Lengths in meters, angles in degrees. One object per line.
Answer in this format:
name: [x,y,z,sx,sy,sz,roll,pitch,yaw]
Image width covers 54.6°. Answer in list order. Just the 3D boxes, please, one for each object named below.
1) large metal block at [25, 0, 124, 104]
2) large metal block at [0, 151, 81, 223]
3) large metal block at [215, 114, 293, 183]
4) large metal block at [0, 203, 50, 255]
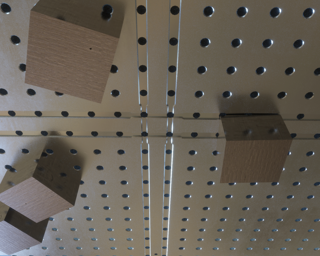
large metal block: [-0.089,-0.081,0.325,0.080,0.050,0.080,15,129,-13]
large metal block: [-0.183,0.091,0.471,0.080,0.050,0.080,-27,125,21]
large metal block: [0.122,0.029,0.421,0.080,0.050,0.080,-1,130,1]
large metal block: [-0.257,0.170,0.537,0.080,0.050,0.080,-25,126,19]
